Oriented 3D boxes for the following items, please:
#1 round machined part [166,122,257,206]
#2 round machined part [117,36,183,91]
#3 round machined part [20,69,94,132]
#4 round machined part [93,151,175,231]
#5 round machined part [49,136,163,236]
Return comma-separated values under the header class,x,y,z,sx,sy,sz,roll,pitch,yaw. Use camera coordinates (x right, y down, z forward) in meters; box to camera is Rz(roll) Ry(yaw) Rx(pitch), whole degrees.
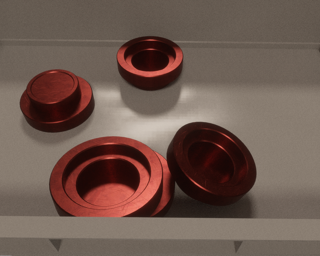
class,x,y,z,sx,sy,sz,roll,pitch,yaw
round machined part,0.053,0.043,0.346,0.099,0.042,0.098,14,45,-14
round machined part,-0.015,-0.095,0.474,0.099,0.042,0.098,0,50,0
round machined part,-0.144,-0.044,0.429,0.099,0.042,0.098,0,50,0
round machined part,-0.032,0.059,0.344,0.099,0.042,0.098,0,50,0
round machined part,-0.047,0.055,0.286,0.099,0.042,0.098,0,40,0
